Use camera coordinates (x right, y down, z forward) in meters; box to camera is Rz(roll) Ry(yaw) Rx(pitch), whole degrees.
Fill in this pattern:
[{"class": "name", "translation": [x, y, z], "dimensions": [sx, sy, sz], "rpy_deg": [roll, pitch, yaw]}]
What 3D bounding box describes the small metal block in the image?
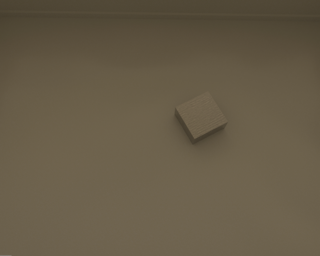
[{"class": "small metal block", "translation": [0.054, -0.013, 0.415], "dimensions": [0.050, 0.025, 0.050], "rpy_deg": [-27, 72, -9]}]
